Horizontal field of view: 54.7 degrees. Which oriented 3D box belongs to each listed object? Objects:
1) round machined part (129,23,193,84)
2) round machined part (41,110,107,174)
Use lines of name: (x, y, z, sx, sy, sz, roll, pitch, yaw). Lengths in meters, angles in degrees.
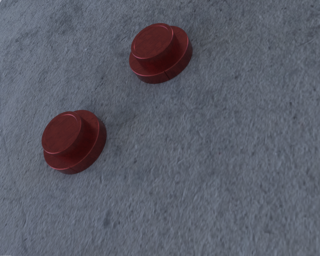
round machined part: (-0.004, -0.118, 0.466, 0.098, 0.042, 0.098, -13, 56, 20)
round machined part: (-0.131, 0.015, 0.451, 0.098, 0.042, 0.098, -13, 56, 20)
